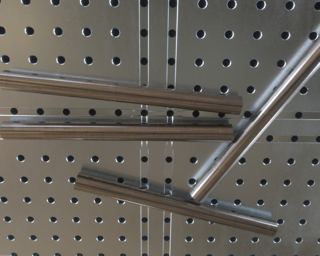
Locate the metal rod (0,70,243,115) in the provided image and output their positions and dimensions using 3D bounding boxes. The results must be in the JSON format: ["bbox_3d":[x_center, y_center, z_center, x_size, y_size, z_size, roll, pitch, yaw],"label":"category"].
[{"bbox_3d":[-0.046,-0.045,0.396,0.302,0.025,0.025,6,110,-3],"label":"metal rod"}]

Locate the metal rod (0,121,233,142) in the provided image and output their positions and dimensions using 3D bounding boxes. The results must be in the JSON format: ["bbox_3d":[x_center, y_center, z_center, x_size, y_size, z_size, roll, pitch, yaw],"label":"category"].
[{"bbox_3d":[-0.056,0.005,0.414,0.302,0.025,0.025,1,110,-1],"label":"metal rod"}]

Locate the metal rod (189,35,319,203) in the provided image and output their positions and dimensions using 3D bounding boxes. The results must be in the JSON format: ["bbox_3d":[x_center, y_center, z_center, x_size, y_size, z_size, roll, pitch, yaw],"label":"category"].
[{"bbox_3d":[0.138,-0.016,0.408,0.025,0.025,0.299,33,107,-12],"label":"metal rod"}]

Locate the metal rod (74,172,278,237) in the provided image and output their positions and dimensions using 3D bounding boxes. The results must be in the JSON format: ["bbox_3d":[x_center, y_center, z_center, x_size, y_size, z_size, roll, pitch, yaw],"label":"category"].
[{"bbox_3d":[0.027,0.114,0.455,0.302,0.025,0.025,15,109,-6],"label":"metal rod"}]
